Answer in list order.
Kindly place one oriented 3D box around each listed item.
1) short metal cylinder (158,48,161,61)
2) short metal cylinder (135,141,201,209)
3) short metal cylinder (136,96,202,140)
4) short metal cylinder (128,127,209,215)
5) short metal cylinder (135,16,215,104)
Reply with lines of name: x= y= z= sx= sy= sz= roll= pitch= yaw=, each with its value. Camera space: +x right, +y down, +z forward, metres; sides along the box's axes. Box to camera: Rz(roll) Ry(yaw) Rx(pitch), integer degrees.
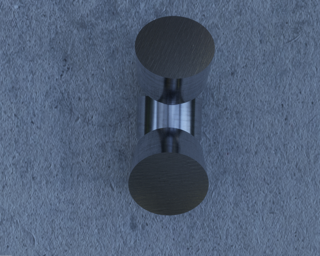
short metal cylinder: x=0.012 y=-0.077 z=0.399 sx=0.081 sy=0.050 sz=0.080 roll=0 pitch=90 yaw=0
short metal cylinder: x=0.010 y=0.058 z=0.399 sx=0.081 sy=0.050 sz=0.080 roll=0 pitch=90 yaw=0
short metal cylinder: x=0.012 y=-0.011 z=0.384 sx=0.081 sy=0.080 sz=0.050 roll=2 pitch=90 yaw=0
short metal cylinder: x=0.009 y=0.046 z=0.332 sx=0.080 sy=0.050 sz=0.079 roll=0 pitch=118 yaw=1
short metal cylinder: x=0.015 y=-0.072 z=0.334 sx=0.081 sy=0.050 sz=0.080 roll=1 pitch=65 yaw=-1
